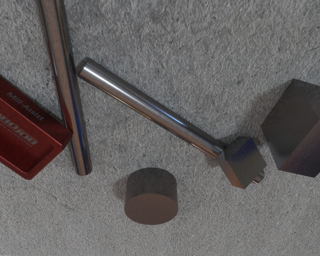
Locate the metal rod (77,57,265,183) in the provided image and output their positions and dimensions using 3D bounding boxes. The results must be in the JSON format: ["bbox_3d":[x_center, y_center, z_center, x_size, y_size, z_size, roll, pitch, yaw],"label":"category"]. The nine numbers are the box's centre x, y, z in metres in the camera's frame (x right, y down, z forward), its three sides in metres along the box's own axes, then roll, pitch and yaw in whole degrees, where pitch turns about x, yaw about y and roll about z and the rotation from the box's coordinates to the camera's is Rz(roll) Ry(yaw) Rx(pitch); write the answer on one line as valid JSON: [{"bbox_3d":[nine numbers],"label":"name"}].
[{"bbox_3d":[0.031,0.002,0.409,0.301,0.025,0.025,31,123,-24],"label":"metal rod"}]

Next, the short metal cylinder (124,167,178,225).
[{"bbox_3d":[-0.013,0.107,0.482,0.081,0.050,0.079,0,130,0],"label":"short metal cylinder"}]

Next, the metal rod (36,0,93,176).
[{"bbox_3d":[-0.109,-0.052,0.361,0.025,0.025,0.298,1,130,-1],"label":"metal rod"}]

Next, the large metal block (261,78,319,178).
[{"bbox_3d":[0.174,0.000,0.374,0.050,0.080,0.079,13,129,-12],"label":"large metal block"}]

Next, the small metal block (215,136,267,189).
[{"bbox_3d":[0.111,0.046,0.423,0.050,0.025,0.050,-40,109,-20],"label":"small metal block"}]

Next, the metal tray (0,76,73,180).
[{"bbox_3d":[-0.187,-0.001,0.382,0.130,0.030,0.090,42,121,-18],"label":"metal tray"}]
